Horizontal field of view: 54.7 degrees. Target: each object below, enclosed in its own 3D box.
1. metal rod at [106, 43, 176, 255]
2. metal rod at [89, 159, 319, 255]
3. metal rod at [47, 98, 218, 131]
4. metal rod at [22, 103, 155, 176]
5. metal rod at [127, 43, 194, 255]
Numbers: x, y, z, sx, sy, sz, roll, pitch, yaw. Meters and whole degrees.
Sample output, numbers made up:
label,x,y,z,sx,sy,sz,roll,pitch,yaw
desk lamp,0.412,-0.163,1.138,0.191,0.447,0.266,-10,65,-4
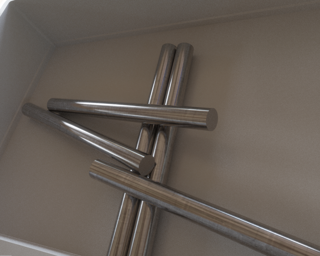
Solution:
label,x,y,z,sx,sy,sz,roll,pitch,yaw
metal rod,-0.016,0.013,0.401,0.025,0.025,0.300,-1,61,27
metal rod,0.051,0.087,0.301,0.300,0.025,0.025,17,70,28
metal rod,-0.061,-0.023,0.423,0.300,0.025,0.025,7,65,38
metal rod,-0.123,0.005,0.447,0.300,0.025,0.025,19,72,40
metal rod,0.006,0.015,0.388,0.025,0.025,0.300,-1,61,27
